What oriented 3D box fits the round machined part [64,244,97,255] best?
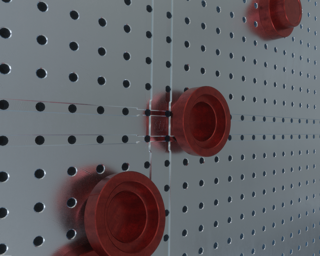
[{"bbox_3d":[-0.073,0.182,0.337,0.099,0.042,0.097,0,90,-40],"label":"round machined part"}]

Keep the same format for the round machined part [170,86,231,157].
[{"bbox_3d":[0.054,-0.009,0.442,0.099,0.042,0.097,0,90,-40],"label":"round machined part"}]

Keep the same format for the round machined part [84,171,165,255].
[{"bbox_3d":[-0.043,0.100,0.351,0.099,0.042,0.098,18,64,-41],"label":"round machined part"}]

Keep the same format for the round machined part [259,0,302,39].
[{"bbox_3d":[0.236,-0.224,0.593,0.099,0.042,0.097,0,90,-40],"label":"round machined part"}]
